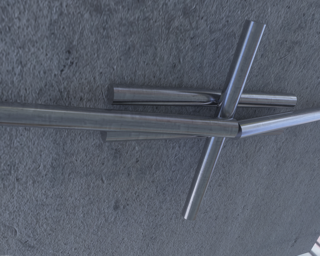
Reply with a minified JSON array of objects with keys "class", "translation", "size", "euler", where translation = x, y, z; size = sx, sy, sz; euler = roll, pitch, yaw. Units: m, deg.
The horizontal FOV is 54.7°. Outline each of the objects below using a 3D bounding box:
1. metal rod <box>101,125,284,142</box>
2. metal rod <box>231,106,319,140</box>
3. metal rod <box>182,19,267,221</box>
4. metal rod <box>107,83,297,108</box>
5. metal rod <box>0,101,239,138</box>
[{"class":"metal rod","translation":[0.065,0.002,0.446],"size":[0.303,0.025,0.025],"euler":[-1,119,-28]},{"class":"metal rod","translation":[0.217,-0.016,0.487],"size":[0.303,0.025,0.025],"euler":[-9,123,-36]},{"class":"metal rod","translation":[0.079,0.006,0.425],"size":[0.025,0.025,0.298],"euler":[0,119,-29]},{"class":"metal rod","translation":[0.076,-0.041,0.426],"size":[0.303,0.025,0.025],"euler":[-1,119,-28]},{"class":"metal rod","translation":[-0.048,-0.008,0.345],"size":[0.302,0.025,0.025],"euler":[3,117,-20]}]
